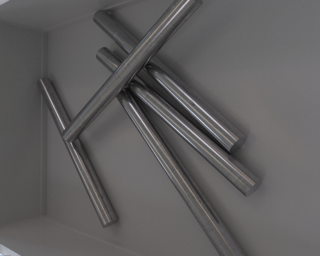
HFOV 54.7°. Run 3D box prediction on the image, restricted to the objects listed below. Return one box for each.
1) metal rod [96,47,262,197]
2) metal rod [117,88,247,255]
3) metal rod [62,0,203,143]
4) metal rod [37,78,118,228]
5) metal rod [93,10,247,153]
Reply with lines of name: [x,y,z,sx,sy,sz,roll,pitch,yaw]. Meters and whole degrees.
metal rod: [0.005,-0.025,0.402,0.300,0.025,0.025,44,116,31]
metal rod: [0.025,0.061,0.386,0.025,0.025,0.299,-50,61,28]
metal rod: [-0.056,-0.064,0.419,0.299,0.025,0.025,-40,66,36]
metal rod: [-0.148,0.029,0.529,0.025,0.025,0.299,-47,62,30]
metal rod: [-0.004,-0.077,0.410,0.300,0.025,0.025,47,118,29]
